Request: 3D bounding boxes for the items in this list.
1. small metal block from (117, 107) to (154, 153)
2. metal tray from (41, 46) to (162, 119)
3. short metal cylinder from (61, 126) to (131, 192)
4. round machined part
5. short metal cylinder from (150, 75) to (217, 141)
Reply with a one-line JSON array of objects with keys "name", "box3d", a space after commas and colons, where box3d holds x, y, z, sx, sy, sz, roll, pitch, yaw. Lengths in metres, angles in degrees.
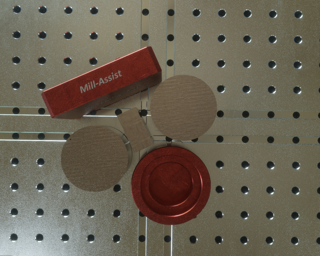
[{"name": "small metal block", "box3d": [-0.030, 0.002, 0.396, 0.025, 0.050, 0.050, -25, 90, 0]}, {"name": "metal tray", "box3d": [-0.063, -0.050, 0.376, 0.131, 0.090, 0.030, -23, 90, 0]}, {"name": "short metal cylinder", "box3d": [-0.079, 0.037, 0.396, 0.081, 0.050, 0.079, 0, 90, 0]}, {"name": "round machined part", "box3d": [0.014, 0.071, 0.401, 0.099, 0.042, 0.097, 0, 90, 0]}, {"name": "short metal cylinder", "box3d": [0.028, -0.025, 0.397, 0.081, 0.050, 0.079, 0, 90, 0]}]
